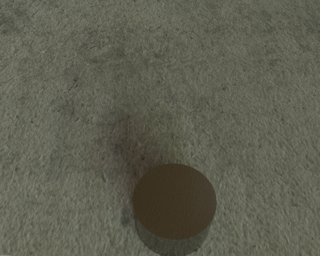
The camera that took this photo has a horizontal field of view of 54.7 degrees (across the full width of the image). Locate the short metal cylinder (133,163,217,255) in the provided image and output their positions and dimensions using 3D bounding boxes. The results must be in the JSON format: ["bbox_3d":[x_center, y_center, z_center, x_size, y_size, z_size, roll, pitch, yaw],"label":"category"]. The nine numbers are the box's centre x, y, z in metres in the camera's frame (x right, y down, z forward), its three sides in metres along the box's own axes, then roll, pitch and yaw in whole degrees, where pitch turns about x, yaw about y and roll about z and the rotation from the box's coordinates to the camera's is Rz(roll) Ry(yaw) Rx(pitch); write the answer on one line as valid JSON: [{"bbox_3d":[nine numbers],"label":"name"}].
[{"bbox_3d":[0.014,0.084,0.317,0.081,0.050,0.080,0,50,0],"label":"short metal cylinder"}]
